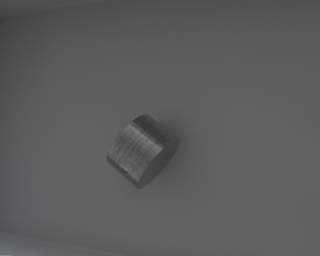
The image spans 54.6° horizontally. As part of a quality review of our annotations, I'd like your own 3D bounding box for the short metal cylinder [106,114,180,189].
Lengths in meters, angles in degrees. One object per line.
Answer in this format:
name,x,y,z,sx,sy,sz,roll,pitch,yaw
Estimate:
short metal cylinder,-0.020,0.030,0.389,0.050,0.080,0.080,38,102,16
